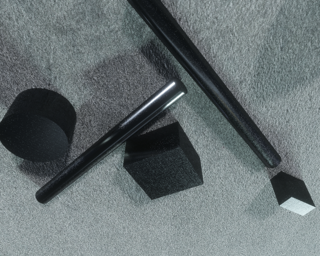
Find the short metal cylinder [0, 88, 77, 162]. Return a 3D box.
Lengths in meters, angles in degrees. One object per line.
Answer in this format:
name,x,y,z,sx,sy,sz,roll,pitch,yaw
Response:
short metal cylinder,-0.150,-0.003,0.387,0.081,0.050,0.079,0,130,0

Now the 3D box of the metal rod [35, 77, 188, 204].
metal rod,-0.082,0.030,0.431,0.299,0.025,0.025,-37,121,27

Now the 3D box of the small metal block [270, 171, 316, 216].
small metal block,0.204,0.101,0.479,0.050,0.050,0.025,24,126,-20

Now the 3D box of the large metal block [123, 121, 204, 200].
large metal block,0.006,0.047,0.431,0.080,0.050,0.080,-21,127,16

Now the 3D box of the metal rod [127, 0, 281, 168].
metal rod,0.071,-0.041,0.372,0.025,0.025,0.300,-31,124,23
